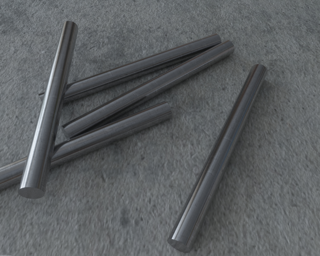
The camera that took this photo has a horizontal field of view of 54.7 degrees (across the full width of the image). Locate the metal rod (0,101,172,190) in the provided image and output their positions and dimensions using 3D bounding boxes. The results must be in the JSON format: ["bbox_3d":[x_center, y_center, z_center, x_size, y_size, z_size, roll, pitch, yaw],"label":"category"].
[{"bbox_3d":[-0.121,0.031,0.375,0.302,0.025,0.025,-23,54,-19],"label":"metal rod"}]

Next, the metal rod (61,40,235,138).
[{"bbox_3d":[-0.002,-0.064,0.456,0.302,0.025,0.025,-31,57,-24],"label":"metal rod"}]

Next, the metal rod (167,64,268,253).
[{"bbox_3d":[0.086,0.014,0.392,0.025,0.025,0.301,21,53,16],"label":"metal rod"}]

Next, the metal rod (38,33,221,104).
[{"bbox_3d":[-0.033,-0.093,0.480,0.302,0.025,0.025,-24,54,-19],"label":"metal rod"}]

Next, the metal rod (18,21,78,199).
[{"bbox_3d":[-0.138,-0.049,0.408,0.025,0.025,0.300,-2,50,-2],"label":"metal rod"}]
